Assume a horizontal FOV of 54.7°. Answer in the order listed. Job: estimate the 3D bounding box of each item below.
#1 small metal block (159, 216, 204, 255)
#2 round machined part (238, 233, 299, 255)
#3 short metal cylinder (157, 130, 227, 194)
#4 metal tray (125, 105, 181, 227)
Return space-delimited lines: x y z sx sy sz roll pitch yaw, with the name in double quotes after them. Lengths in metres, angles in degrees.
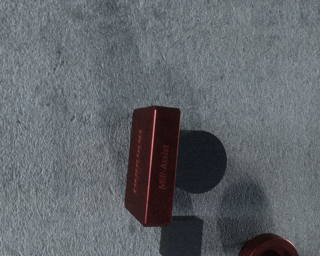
0.029 0.148 0.421 0.050 0.025 0.050 5 88 -20 "small metal block"
0.154 0.205 0.459 0.099 0.042 0.097 0 90 -21 "round machined part"
0.041 0.043 0.412 0.081 0.050 0.079 0 90 -21 "short metal cylinder"
-0.012 0.041 0.371 0.030 0.090 0.129 6 88 -20 "metal tray"
